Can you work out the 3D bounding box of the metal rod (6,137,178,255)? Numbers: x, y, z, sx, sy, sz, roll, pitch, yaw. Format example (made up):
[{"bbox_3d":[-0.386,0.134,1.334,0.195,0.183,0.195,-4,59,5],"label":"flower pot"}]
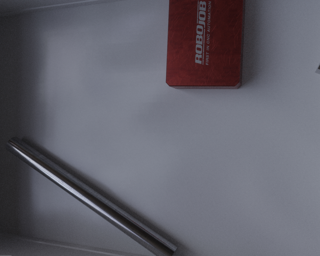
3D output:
[{"bbox_3d":[-0.108,0.095,0.447,0.301,0.025,0.025,29,100,17],"label":"metal rod"}]

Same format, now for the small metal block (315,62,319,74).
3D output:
[{"bbox_3d":[0.208,-0.076,0.338,0.050,0.025,0.050,27,99,17],"label":"small metal block"}]

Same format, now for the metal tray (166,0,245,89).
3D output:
[{"bbox_3d":[0.057,-0.115,0.387,0.090,0.030,0.129,3,91,19],"label":"metal tray"}]
